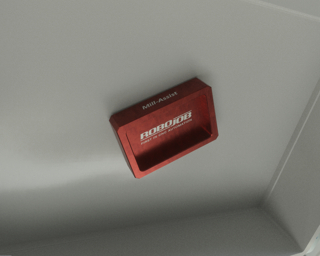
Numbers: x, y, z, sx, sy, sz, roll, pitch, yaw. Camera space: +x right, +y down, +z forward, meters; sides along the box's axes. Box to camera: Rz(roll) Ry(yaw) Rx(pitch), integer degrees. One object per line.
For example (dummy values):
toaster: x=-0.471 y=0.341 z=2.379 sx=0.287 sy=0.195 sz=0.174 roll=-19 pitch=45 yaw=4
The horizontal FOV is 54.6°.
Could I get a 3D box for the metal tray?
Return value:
metal tray: x=0.010 y=0.000 z=0.406 sx=0.131 sy=0.030 sz=0.090 roll=-26 pitch=128 yaw=-13
